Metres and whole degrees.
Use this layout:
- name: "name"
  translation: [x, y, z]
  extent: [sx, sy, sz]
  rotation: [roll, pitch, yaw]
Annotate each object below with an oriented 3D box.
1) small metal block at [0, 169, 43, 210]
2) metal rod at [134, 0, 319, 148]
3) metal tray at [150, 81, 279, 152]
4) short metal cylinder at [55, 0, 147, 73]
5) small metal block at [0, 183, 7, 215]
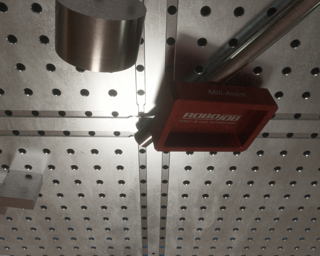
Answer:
- name: "small metal block"
  translation: [-0.212, 0.093, 0.472]
  extent: [0.050, 0.050, 0.025]
  rotation: [10, 129, -9]
- name: "metal rod"
  translation: [0.076, -0.068, 0.354]
  extent: [0.025, 0.025, 0.299]
  rotation: [35, 122, -26]
- name: "metal tray"
  translation: [0.063, -0.009, 0.375]
  extent: [0.131, 0.030, 0.089]
  rotation: [2, 139, -19]
- name: "short metal cylinder"
  translation: [-0.057, -0.095, 0.293]
  extent: [0.081, 0.080, 0.050]
  rotation: [9, 129, -8]
- name: "small metal block"
  translation: [-0.274, 0.113, 0.504]
  extent: [0.050, 0.025, 0.050]
  rotation: [15, 129, -13]
